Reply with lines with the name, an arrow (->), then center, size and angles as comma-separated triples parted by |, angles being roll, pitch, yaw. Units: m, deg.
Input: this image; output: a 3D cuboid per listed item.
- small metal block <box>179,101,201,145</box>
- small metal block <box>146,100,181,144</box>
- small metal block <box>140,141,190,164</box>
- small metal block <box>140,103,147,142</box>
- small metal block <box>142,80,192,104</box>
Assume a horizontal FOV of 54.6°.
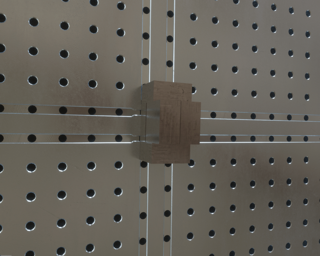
small metal block -> 0.027, -0.006, 0.382 | 0.025, 0.050, 0.050 | 2, 89, -19
small metal block -> 0.003, -0.007, 0.373 | 0.025, 0.050, 0.050 | 2, 90, -20
small metal block -> 0.005, 0.031, 0.401 | 0.050, 0.050, 0.025 | 2, 90, -20
small metal block -> 0.002, -0.007, 0.412 | 0.050, 0.025, 0.050 | 2, 90, -19
small metal block -> 0.008, -0.044, 0.401 | 0.050, 0.050, 0.025 | 2, 90, -20
